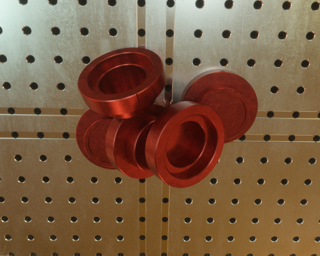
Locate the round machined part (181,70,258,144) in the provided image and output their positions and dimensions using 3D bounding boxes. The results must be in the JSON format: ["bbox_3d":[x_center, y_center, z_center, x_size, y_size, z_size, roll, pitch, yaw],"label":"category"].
[{"bbox_3d":[0.077,-0.023,0.397,0.099,0.042,0.097,0,110,-1],"label":"round machined part"}]

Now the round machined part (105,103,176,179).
[{"bbox_3d":[-0.014,0.018,0.385,0.099,0.042,0.097,-12,110,-36],"label":"round machined part"}]

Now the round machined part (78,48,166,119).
[{"bbox_3d":[-0.041,-0.049,0.361,0.099,0.098,0.042,-12,135,4],"label":"round machined part"}]

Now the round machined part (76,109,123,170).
[{"bbox_3d":[-0.062,0.012,0.408,0.099,0.042,0.097,0,110,-1],"label":"round machined part"}]

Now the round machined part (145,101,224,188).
[{"bbox_3d":[0.024,0.016,0.359,0.099,0.042,0.097,-12,112,-31],"label":"round machined part"}]
